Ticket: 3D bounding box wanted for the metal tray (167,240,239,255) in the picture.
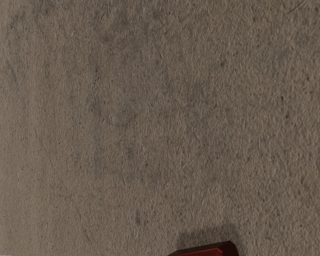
[{"bbox_3d":[0.061,0.203,0.349,0.090,0.030,0.129,-28,73,36],"label":"metal tray"}]
